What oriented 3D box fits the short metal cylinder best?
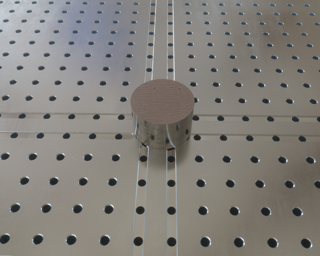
[{"bbox_3d":[0.003,-0.019,0.407,0.080,0.050,0.080,0,50,0],"label":"short metal cylinder"}]
